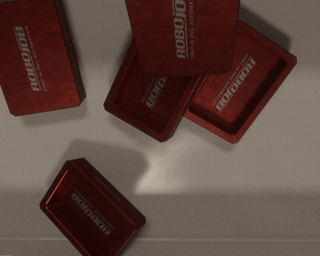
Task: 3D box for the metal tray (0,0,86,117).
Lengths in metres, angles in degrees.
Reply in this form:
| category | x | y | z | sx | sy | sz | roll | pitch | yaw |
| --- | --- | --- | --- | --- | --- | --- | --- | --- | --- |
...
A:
| category | x | y | z | sx | sy | sz | roll | pitch | yaw |
| --- | --- | --- | --- | --- | --- | --- | --- | --- | --- |
| metal tray | -0.151 | -0.085 | 0.375 | 0.091 | 0.030 | 0.129 | -9 | 110 | 3 |

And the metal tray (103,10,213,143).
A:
| category | x | y | z | sx | sy | sz | roll | pitch | yaw |
| --- | --- | --- | --- | --- | --- | --- | --- | --- | --- |
| metal tray | -0.001 | -0.060 | 0.368 | 0.090 | 0.030 | 0.129 | 30 | 106 | 10 |

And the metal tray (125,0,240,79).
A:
| category | x | y | z | sx | sy | sz | roll | pitch | yaw |
| --- | --- | --- | --- | --- | --- | --- | --- | --- | --- |
| metal tray | 0.021 | -0.099 | 0.272 | 0.091 | 0.030 | 0.130 | -3 | 148 | 5 |

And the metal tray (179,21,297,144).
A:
| category | x | y | z | sx | sy | sz | roll | pitch | yaw |
| --- | --- | --- | --- | --- | --- | --- | --- | --- | --- |
| metal tray | 0.093 | -0.055 | 0.389 | 0.090 | 0.030 | 0.129 | 29 | 107 | -11 |

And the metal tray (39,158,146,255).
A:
| category | x | y | z | sx | sy | sz | roll | pitch | yaw |
| --- | --- | --- | --- | --- | --- | --- | --- | --- | --- |
| metal tray | -0.093 | 0.114 | 0.417 | 0.130 | 0.030 | 0.090 | 40 | 107 | 17 |
